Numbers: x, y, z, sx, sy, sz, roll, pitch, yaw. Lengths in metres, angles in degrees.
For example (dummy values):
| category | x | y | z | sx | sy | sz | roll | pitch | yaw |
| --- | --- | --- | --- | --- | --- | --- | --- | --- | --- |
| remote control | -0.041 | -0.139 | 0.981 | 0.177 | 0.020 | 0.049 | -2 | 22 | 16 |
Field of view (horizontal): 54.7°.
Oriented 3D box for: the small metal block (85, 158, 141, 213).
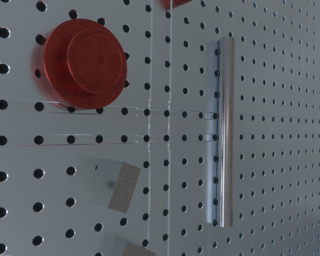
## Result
| category | x | y | z | sx | sy | sz | roll | pitch | yaw |
| --- | --- | --- | --- | --- | --- | --- | --- | --- | --- |
| small metal block | -0.053 | 0.063 | 0.348 | 0.025 | 0.050 | 0.050 | 29 | 72 | -37 |

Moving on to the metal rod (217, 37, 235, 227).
| category | x | y | z | sx | sy | sz | roll | pitch | yaw |
| --- | --- | --- | --- | --- | --- | --- | --- | --- | --- |
| metal rod | 0.106 | 0.006 | 0.497 | 0.025 | 0.025 | 0.298 | 2 | 89 | -40 |

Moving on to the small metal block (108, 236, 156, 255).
| category | x | y | z | sx | sy | sz | roll | pitch | yaw |
| --- | --- | --- | --- | --- | --- | --- | --- | --- | --- |
| small metal block | -0.039 | 0.167 | 0.377 | 0.050 | 0.025 | 0.050 | 37 | 67 | -34 |

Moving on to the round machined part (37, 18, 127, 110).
| category | x | y | z | sx | sy | sz | roll | pitch | yaw |
| --- | --- | --- | --- | --- | --- | --- | --- | --- | --- |
| round machined part | -0.076 | -0.069 | 0.334 | 0.099 | 0.042 | 0.097 | 0 | 90 | -40 |

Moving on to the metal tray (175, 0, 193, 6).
| category | x | y | z | sx | sy | sz | roll | pitch | yaw |
| --- | --- | --- | --- | --- | --- | --- | --- | --- | --- |
| metal tray | 0.052 | -0.250 | 0.448 | 0.131 | 0.030 | 0.090 | -47 | 118 | -29 |
